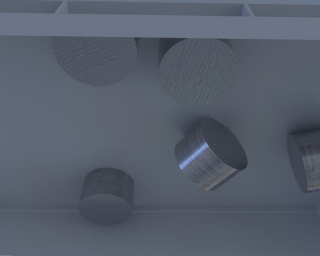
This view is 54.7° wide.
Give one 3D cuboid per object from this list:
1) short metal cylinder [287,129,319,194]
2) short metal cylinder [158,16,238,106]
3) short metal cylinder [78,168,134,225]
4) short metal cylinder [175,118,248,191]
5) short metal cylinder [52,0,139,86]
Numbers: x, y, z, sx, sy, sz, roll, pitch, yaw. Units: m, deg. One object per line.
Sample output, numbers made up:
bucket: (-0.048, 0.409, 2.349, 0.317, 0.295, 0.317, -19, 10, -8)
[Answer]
short metal cylinder: (0.207, 0.043, 0.411, 0.050, 0.080, 0.080, -13, 129, 10)
short metal cylinder: (0.039, -0.071, 0.332, 0.081, 0.050, 0.079, 0, 130, 0)
short metal cylinder: (-0.082, 0.107, 0.483, 0.081, 0.050, 0.079, 0, 130, 0)
short metal cylinder: (0.066, 0.034, 0.402, 0.080, 0.080, 0.050, 30, 124, -23)
short metal cylinder: (-0.062, -0.090, 0.315, 0.081, 0.050, 0.079, 0, 130, 0)
